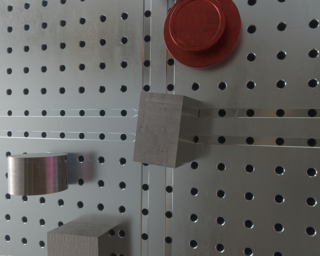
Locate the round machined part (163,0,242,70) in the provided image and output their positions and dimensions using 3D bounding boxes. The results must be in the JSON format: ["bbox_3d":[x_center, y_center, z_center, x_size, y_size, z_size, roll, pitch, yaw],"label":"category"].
[{"bbox_3d":[0.050,-0.125,0.386,0.098,0.042,0.097,0,90,20],"label":"round machined part"}]

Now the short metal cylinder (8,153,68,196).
[{"bbox_3d":[-0.174,0.064,0.445,0.080,0.080,0.050,-1,90,20],"label":"short metal cylinder"}]

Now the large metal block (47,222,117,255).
[{"bbox_3d":[-0.108,0.183,0.438,0.080,0.050,0.080,-2,89,20],"label":"large metal block"}]

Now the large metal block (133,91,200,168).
[{"bbox_3d":[0.011,0.001,0.379,0.050,0.080,0.079,7,93,20],"label":"large metal block"}]
